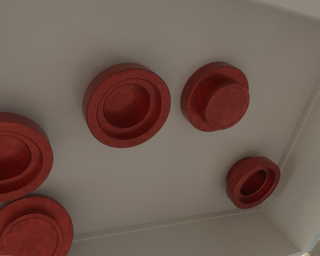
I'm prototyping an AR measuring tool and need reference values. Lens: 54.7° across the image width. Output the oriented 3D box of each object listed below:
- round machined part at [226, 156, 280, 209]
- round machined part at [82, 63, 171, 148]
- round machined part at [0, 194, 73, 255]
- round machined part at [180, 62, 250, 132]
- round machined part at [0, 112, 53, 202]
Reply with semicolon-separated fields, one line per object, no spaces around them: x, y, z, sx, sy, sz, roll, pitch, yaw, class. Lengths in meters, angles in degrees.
0.155;0.089;0.538;0.099;0.042;0.097;-14;124;-21;round machined part
-0.040;-0.029;0.358;0.099;0.042;0.097;-14;124;-21;round machined part
-0.153;0.130;0.366;0.099;0.042;0.097;1;87;-25;round machined part
0.081;-0.036;0.419;0.099;0.042;0.097;-14;124;-21;round machined part
-0.166;0.026;0.323;0.099;0.042;0.097;-14;124;-21;round machined part
